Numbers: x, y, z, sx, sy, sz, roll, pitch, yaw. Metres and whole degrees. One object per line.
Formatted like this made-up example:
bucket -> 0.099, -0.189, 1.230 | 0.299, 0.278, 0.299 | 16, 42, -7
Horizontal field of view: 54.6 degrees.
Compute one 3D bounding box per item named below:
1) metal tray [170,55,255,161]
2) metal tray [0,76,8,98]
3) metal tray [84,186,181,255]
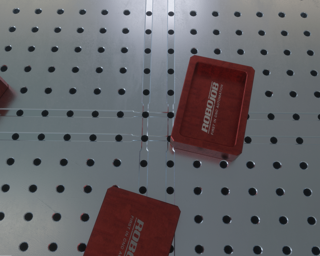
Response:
metal tray -> 0.072, -0.029, 0.420 | 0.090, 0.030, 0.130 | 13, 70, 4
metal tray -> -0.285, -0.031, 0.419 | 0.090, 0.030, 0.130 | 25, 72, 9
metal tray -> -0.037, 0.143, 0.357 | 0.090, 0.030, 0.130 | 16, 71, 6
